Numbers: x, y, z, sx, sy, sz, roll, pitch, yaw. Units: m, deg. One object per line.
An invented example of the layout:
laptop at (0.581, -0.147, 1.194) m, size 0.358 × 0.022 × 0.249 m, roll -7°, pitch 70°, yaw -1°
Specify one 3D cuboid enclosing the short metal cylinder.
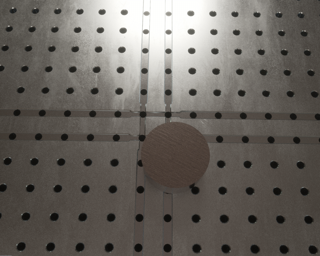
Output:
short metal cylinder at (0.018, 0.038, 0.385) m, size 0.081 × 0.050 × 0.080 m, roll 0°, pitch 70°, yaw -1°
